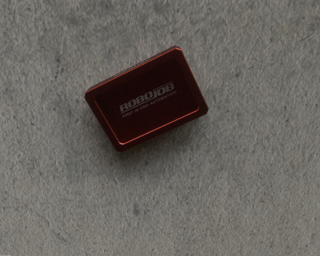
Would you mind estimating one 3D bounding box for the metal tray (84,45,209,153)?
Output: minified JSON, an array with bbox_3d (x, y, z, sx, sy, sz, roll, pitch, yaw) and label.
[{"bbox_3d":[-0.016,-0.035,0.393,0.130,0.030,0.090,-25,108,8],"label":"metal tray"}]
